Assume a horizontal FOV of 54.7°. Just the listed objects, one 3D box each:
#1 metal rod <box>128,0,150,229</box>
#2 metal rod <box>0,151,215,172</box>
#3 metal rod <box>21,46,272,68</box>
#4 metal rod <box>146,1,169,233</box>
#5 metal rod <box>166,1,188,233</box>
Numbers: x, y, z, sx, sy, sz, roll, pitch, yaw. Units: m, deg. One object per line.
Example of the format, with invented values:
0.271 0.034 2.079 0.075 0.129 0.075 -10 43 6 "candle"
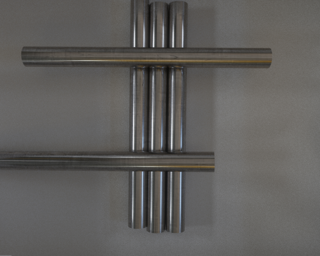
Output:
-0.028 -0.019 0.410 0.025 0.025 0.298 1 90 0 "metal rod"
-0.084 0.042 0.391 0.302 0.025 0.025 0 90 7 "metal rod"
-0.016 -0.088 0.385 0.302 0.025 0.025 0 90 0 "metal rod"
-0.003 -0.014 0.410 0.025 0.025 0.298 1 90 0 "metal rod"
0.022 -0.014 0.410 0.025 0.025 0.298 1 90 0 "metal rod"
